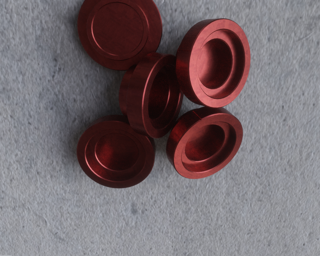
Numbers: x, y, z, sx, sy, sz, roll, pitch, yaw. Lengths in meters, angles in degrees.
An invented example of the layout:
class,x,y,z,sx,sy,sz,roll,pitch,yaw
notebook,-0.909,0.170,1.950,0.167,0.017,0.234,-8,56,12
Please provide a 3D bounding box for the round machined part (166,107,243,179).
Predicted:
class,x,y,z,sx,sy,sz,roll,pitch,yaw
round machined part,0.052,0.014,0.393,0.099,0.042,0.097,-14,127,-19

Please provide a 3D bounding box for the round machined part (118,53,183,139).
class,x,y,z,sx,sy,sz,roll,pitch,yaw
round machined part,-0.012,-0.040,0.364,0.042,0.099,0.097,14,113,27

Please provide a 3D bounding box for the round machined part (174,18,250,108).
class,x,y,z,sx,sy,sz,roll,pitch,yaw
round machined part,0.056,-0.074,0.358,0.099,0.042,0.097,-12,110,-35

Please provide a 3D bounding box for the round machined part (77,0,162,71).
class,x,y,z,sx,sy,sz,roll,pitch,yaw
round machined part,-0.046,-0.115,0.358,0.099,0.042,0.097,0,110,-1

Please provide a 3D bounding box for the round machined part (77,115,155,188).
class,x,y,z,sx,sy,sz,roll,pitch,yaw
round machined part,-0.055,0.027,0.407,0.099,0.042,0.097,1,114,3
